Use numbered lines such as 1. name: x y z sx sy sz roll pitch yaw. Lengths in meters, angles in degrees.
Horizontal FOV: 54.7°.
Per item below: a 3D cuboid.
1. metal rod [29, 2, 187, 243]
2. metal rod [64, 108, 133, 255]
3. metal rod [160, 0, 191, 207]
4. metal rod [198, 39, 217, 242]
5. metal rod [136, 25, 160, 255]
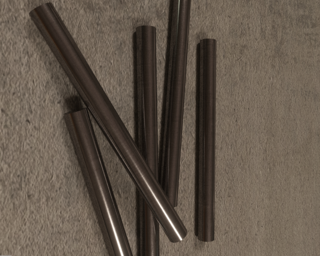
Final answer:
1. metal rod: -0.048 0.008 0.346 0.025 0.025 0.299 -40 108 -33
2. metal rod: -0.053 0.123 0.361 0.025 0.025 0.298 -24 106 -38
3. metal rod: 0.021 -0.045 0.424 0.025 0.025 0.298 7 86 -40
4. metal rod: 0.071 0.018 0.466 0.025 0.025 0.298 1 89 -40
5. metal rod: -0.015 0.023 0.393 0.025 0.025 0.298 -2 91 -40
